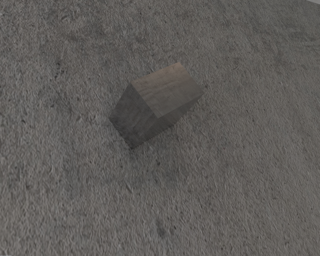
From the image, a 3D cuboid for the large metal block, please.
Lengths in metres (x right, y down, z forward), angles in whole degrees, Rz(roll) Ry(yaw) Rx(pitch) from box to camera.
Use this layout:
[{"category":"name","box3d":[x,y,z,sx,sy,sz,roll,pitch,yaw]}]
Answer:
[{"category":"large metal block","box3d":[-0.006,-0.027,0.381,0.081,0.080,0.050,-30,78,-37]}]
